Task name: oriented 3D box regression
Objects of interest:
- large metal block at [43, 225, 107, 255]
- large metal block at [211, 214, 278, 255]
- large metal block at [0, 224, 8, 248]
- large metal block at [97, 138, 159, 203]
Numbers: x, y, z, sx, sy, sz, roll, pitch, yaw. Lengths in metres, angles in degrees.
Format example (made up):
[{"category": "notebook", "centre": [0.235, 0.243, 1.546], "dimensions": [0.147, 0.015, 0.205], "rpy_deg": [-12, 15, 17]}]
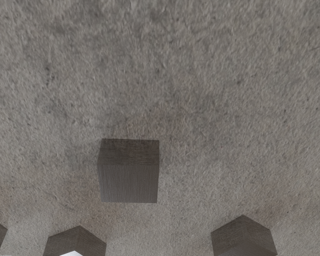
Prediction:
[{"category": "large metal block", "centre": [-0.162, 0.238, 0.592], "dimensions": [0.080, 0.050, 0.080], "rpy_deg": [-25, 126, 19]}, {"category": "large metal block", "centre": [0.155, 0.215, 0.576], "dimensions": [0.080, 0.050, 0.080], "rpy_deg": [33, 123, -25]}, {"category": "large metal block", "centre": [-0.338, 0.190, 0.548], "dimensions": [0.080, 0.050, 0.080], "rpy_deg": [-17, 128, 14]}, {"category": "large metal block", "centre": [-0.043, 0.062, 0.443], "dimensions": [0.081, 0.050, 0.079], "rpy_deg": [2, 130, -2]}]
